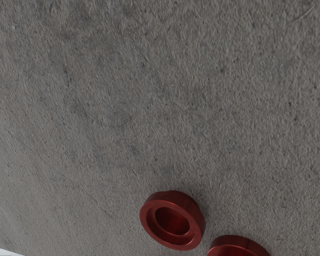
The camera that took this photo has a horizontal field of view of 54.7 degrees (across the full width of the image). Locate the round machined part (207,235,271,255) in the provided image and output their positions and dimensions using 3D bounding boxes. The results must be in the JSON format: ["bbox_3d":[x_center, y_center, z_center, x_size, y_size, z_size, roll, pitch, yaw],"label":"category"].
[{"bbox_3d":[0.117,0.212,0.465,0.098,0.042,0.097,13,124,21],"label":"round machined part"}]

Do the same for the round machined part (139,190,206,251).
[{"bbox_3d":[0.022,0.133,0.467,0.098,0.042,0.097,13,124,21],"label":"round machined part"}]
